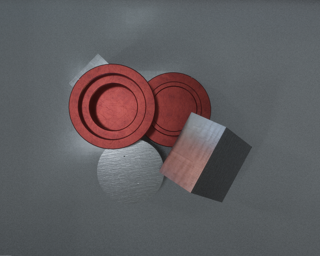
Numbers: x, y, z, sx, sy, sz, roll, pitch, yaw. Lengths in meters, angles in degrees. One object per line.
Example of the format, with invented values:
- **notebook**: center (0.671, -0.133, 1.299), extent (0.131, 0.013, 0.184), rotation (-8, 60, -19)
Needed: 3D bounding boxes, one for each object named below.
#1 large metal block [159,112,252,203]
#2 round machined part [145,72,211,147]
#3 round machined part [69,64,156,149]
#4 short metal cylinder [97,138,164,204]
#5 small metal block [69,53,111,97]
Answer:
- **large metal block**: center (0.058, 0.038, 0.376), extent (0.050, 0.080, 0.080), rotation (28, 89, 40)
- **round machined part**: center (0.017, -0.024, 0.400), extent (0.099, 0.042, 0.097), rotation (0, 90, -1)
- **round machined part**: center (-0.054, -0.025, 0.371), extent (0.099, 0.042, 0.097), rotation (0, 90, -1)
- **short metal cylinder**: center (-0.035, 0.052, 0.397), extent (0.081, 0.050, 0.079), rotation (0, 90, -1)
- **small metal block**: center (-0.083, -0.063, 0.396), extent (0.025, 0.050, 0.050), rotation (44, 90, -1)
